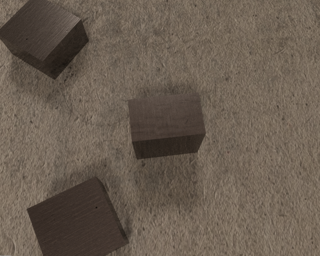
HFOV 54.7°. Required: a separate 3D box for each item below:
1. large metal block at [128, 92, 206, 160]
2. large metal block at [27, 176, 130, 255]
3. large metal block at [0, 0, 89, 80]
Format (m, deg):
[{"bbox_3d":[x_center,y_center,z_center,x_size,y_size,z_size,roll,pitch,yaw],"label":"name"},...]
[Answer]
[{"bbox_3d":[0.007,0.000,0.379,0.081,0.080,0.050,-6,70,-3],"label":"large metal block"},{"bbox_3d":[-0.090,0.113,0.353,0.080,0.050,0.080,-25,72,-9],"label":"large metal block"},{"bbox_3d":[-0.163,-0.129,0.440,0.080,0.050,0.080,31,73,10],"label":"large metal block"}]
